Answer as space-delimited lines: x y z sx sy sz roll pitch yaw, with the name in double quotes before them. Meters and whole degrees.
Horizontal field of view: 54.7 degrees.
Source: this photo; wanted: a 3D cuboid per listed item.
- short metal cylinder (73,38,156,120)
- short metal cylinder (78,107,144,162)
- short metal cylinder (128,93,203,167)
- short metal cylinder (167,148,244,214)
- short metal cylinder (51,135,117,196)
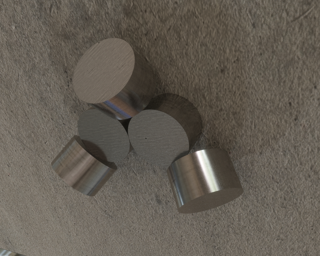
"short metal cylinder" -0.052 -0.055 0.358 0.080 0.080 0.050 2 162 27
"short metal cylinder" -0.064 0.000 0.425 0.080 0.050 0.079 13 124 21
"short metal cylinder" 0.007 0.002 0.389 0.080 0.050 0.079 13 124 21
"short metal cylinder" 0.054 0.066 0.377 0.080 0.081 0.050 -43 52 39
"short metal cylinder" -0.110 0.055 0.457 0.080 0.080 0.050 39 89 1
